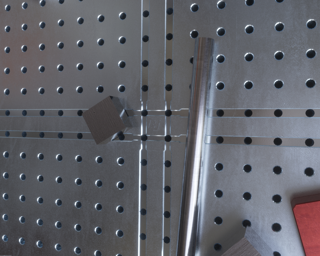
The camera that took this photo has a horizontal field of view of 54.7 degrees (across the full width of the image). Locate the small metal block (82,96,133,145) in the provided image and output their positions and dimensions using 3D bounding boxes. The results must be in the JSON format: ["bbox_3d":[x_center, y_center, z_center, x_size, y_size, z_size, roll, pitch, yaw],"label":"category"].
[{"bbox_3d":[-0.074,-0.010,0.438,0.050,0.025,0.050,-30,80,17],"label":"small metal block"}]

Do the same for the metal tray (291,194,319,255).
[{"bbox_3d":[0.207,0.136,0.337,0.090,0.030,0.129,-16,85,19],"label":"metal tray"}]

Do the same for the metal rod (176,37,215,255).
[{"bbox_3d":[0.044,0.037,0.396,0.025,0.025,0.298,6,92,19],"label":"metal rod"}]

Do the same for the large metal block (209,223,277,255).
[{"bbox_3d":[0.100,0.175,0.364,0.080,0.050,0.080,-46,76,14],"label":"large metal block"}]
